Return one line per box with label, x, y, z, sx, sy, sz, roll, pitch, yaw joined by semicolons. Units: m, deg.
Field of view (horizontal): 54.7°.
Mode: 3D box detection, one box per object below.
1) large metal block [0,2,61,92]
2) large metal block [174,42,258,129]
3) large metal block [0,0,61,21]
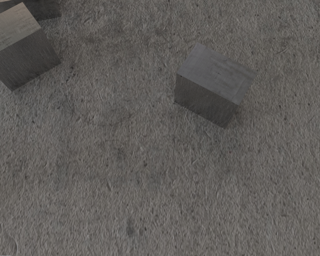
large metal block;-0.192;-0.106;0.416;0.080;0.080;0.050;-35;74;-12
large metal block;0.067;-0.051;0.398;0.080;0.080;0.050;29;73;10
large metal block;-0.203;-0.210;0.470;0.081;0.050;0.080;-13;71;-5
